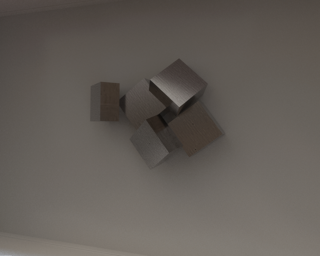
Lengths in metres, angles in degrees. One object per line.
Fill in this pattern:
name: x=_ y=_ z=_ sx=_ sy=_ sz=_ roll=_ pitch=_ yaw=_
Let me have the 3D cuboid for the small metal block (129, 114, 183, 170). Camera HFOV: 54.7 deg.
small metal block: x=-0.006 y=0.018 z=0.398 sx=0.050 sy=0.025 sz=0.050 roll=55 pitch=137 yaw=12

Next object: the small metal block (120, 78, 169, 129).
small metal block: x=-0.021 y=-0.030 z=0.415 sx=0.050 sy=0.025 sz=0.050 roll=-39 pitch=78 yaw=15

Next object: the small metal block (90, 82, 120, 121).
small metal block: x=-0.075 y=-0.034 z=0.420 sx=0.050 sy=0.025 sz=0.050 roll=1 pitch=90 yaw=63

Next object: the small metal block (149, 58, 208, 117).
small metal block: x=0.022 y=-0.051 z=0.388 sx=0.050 sy=0.025 sz=0.050 roll=-40 pitch=75 yaw=-21

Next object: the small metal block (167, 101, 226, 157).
small metal block: x=0.046 y=0.001 z=0.392 sx=0.050 sy=0.025 sz=0.050 roll=-37 pitch=79 yaw=16
